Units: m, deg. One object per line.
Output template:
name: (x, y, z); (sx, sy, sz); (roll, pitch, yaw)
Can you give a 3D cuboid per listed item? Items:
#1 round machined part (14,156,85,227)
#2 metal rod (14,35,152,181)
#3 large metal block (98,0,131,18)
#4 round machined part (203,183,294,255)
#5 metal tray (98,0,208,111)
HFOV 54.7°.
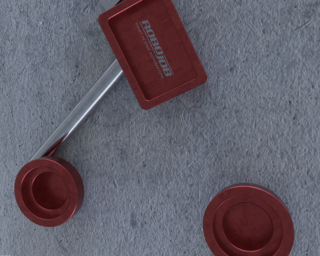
round machined part: (-0.154, 0.088, 0.448); (0.098, 0.042, 0.097); (1, 96, 13)
metal rod: (-0.114, -0.022, 0.447); (0.299, 0.025, 0.025); (-46, 76, 14)
large metal block: (-0.052, -0.202, 0.413); (0.080, 0.050, 0.080); (-41, 78, 15)
round machined part: (0.103, 0.113, 0.363); (0.098, 0.042, 0.097); (0, 90, 19)
metal tray: (-0.007, -0.099, 0.387); (0.090, 0.030, 0.129); (-25, 96, 12)
